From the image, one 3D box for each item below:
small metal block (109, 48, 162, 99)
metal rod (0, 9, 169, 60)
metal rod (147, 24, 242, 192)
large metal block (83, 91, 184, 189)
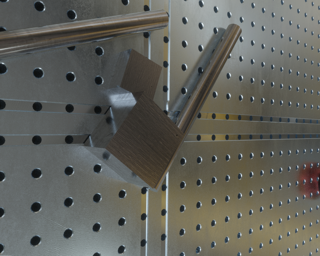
[{"bbox_3d":[-0.030,-0.063,0.386,0.050,0.025,0.050,25,75,-38],"label":"small metal block"},{"bbox_3d":[-0.106,-0.095,0.320,0.302,0.025,0.025,-25,106,-37],"label":"metal rod"},{"bbox_3d":[0.055,-0.044,0.457,0.025,0.025,0.300,45,63,-31],"label":"metal rod"},{"bbox_3d":[-0.029,0.014,0.371,0.080,0.050,0.080,46,62,-31],"label":"large metal block"}]
